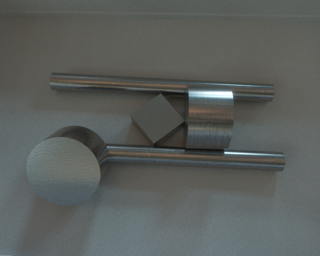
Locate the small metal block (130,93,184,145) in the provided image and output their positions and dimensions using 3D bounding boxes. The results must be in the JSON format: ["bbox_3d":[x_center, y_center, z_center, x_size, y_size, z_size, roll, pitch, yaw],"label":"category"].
[{"bbox_3d":[-0.003,-0.009,0.411,0.050,0.025,0.050,-36,74,-13],"label":"small metal block"}]

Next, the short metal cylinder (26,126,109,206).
[{"bbox_3d":[-0.104,0.042,0.360,0.081,0.050,0.079,0,104,1],"label":"short metal cylinder"}]

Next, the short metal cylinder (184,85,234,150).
[{"bbox_3d":[0.057,-0.014,0.385,0.050,0.080,0.080,2,70,0],"label":"short metal cylinder"}]

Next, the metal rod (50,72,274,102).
[{"bbox_3d":[0.003,-0.056,0.428,0.302,0.025,0.025,3,70,0],"label":"metal rod"}]

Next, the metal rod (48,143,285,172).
[{"bbox_3d":[0.004,0.035,0.395,0.302,0.025,0.025,3,70,0],"label":"metal rod"}]
